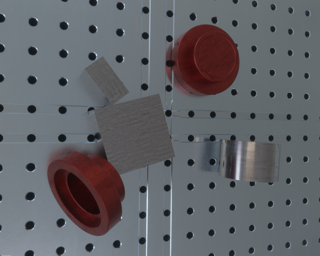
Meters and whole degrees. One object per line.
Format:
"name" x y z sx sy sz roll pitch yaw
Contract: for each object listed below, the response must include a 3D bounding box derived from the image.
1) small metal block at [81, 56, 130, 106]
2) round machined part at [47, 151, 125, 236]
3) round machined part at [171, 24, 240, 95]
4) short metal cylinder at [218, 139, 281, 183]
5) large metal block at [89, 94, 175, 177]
"small metal block" -0.068 -0.054 0.374 0.025 0.050 0.050 -40 103 -16
"round machined part" -0.078 0.069 0.351 0.042 0.098 0.098 -35 103 -43
"round machined part" 0.069 -0.095 0.429 0.099 0.042 0.097 0 90 -20
"short metal cylinder" 0.123 0.044 0.429 0.081 0.080 0.050 5 89 -20
"large metal block" -0.036 0.007 0.386 0.081 0.050 0.080 -16 96 -19
